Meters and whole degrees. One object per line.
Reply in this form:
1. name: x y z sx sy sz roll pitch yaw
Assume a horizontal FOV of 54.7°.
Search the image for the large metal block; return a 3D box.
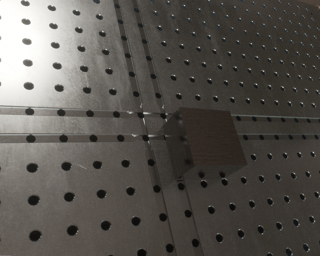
1. large metal block: 0.058 0.022 0.412 0.081 0.050 0.080 2 61 -27
